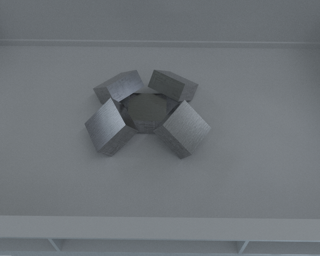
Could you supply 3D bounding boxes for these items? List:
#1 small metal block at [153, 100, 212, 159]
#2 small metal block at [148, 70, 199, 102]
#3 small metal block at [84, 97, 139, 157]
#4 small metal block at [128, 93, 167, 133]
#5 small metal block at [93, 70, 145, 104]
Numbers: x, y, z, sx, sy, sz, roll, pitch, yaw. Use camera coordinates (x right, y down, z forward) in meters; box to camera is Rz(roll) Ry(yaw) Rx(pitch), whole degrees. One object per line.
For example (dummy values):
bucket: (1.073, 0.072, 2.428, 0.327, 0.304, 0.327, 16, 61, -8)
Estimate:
small metal block: (0.028, 0.002, 0.386, 0.050, 0.025, 0.050, 46, 57, -8)
small metal block: (0.019, -0.060, 0.437, 0.050, 0.025, 0.050, 28, 19, 21)
small metal block: (-0.062, -0.001, 0.388, 0.050, 0.025, 0.050, -42, 54, 14)
small metal block: (-0.017, -0.020, 0.419, 0.050, 0.025, 0.050, 1, 50, 1)
small metal block: (-0.058, -0.057, 0.434, 0.050, 0.025, 0.050, -35, 21, -25)
